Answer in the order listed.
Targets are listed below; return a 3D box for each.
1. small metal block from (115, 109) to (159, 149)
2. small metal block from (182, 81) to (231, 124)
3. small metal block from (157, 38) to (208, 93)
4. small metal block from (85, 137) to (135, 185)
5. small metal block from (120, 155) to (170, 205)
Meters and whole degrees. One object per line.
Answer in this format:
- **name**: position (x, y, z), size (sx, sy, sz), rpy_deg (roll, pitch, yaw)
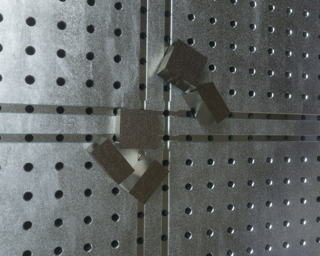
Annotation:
- **small metal block**: position (-0.030, 0.002, 0.402), size (0.050, 0.025, 0.050), rpy_deg (2, 89, -21)
- **small metal block**: position (0.062, -0.033, 0.424), size (0.025, 0.050, 0.050), rpy_deg (-37, 103, -16)
- **small metal block**: position (0.031, -0.084, 0.420), size (0.050, 0.025, 0.050), rpy_deg (29, 68, -18)
- **small metal block**: position (-0.062, 0.038, 0.377), size (0.025, 0.050, 0.050), rpy_deg (-41, 104, -15)
- **small metal block**: position (-0.021, 0.064, 0.393), size (0.025, 0.050, 0.050), rpy_deg (42, 77, -16)
